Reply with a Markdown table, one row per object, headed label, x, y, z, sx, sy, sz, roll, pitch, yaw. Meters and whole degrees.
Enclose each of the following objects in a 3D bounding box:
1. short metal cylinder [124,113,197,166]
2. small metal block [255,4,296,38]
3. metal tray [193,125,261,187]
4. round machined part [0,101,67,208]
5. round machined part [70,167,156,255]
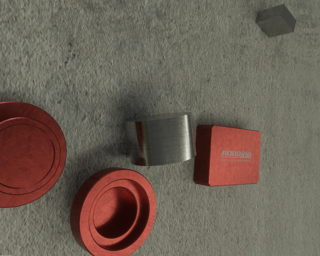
| label | x | y | z | sx | sy | sz | roll | pitch | yaw |
| --- | --- | --- | --- | --- | --- | --- | --- | --- | --- |
| short metal cylinder | 0.001 | 0.011 | 0.372 | 0.081 | 0.080 | 0.050 | -13 | 98 | -40 |
| small metal block | 0.214 | -0.196 | 0.571 | 0.050 | 0.050 | 0.025 | 28 | 72 | -37 |
| metal tray | 0.112 | 0.045 | 0.498 | 0.131 | 0.030 | 0.089 | 6 | 86 | -40 |
| round machined part | -0.132 | 0.024 | 0.284 | 0.099 | 0.042 | 0.097 | 0 | 90 | -40 |
| round machined part | -0.055 | 0.093 | 0.349 | 0.099 | 0.042 | 0.097 | 0 | 90 | -40 |
